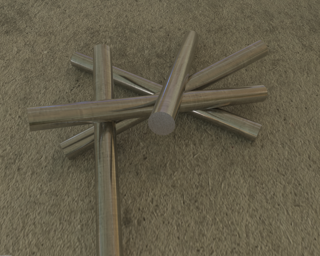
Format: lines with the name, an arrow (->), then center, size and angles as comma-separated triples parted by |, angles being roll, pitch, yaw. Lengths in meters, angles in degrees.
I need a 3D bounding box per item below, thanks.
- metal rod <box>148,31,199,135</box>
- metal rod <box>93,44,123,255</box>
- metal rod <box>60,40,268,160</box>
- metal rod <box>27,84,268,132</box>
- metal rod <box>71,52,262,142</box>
metal rod -> 0.028, -0.080, 0.410 | 0.025, 0.025, 0.301 | 8, 32, 7
metal rod -> -0.061, 0.025, 0.347 | 0.025, 0.025, 0.299 | -5, 61, -5
metal rod -> 0.014, -0.042, 0.408 | 0.302, 0.025, 0.025 | -28, 55, -11
metal rod -> 0.005, -0.029, 0.372 | 0.303, 0.025, 0.025 | -8, 49, -24
metal rod -> -0.003, -0.051, 0.446 | 0.301, 0.025, 0.025 | 24, 54, 19
